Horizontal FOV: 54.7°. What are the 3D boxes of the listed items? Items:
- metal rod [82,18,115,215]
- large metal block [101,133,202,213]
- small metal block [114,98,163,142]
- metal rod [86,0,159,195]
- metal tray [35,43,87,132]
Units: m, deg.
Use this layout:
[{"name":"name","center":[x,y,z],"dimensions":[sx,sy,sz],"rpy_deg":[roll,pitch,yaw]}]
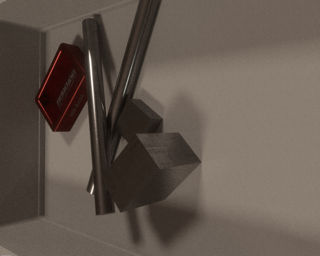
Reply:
[{"name":"metal rod","center":[-0.092,-0.028,0.450],"dimensions":[0.025,0.025,0.299],"rpy_deg":[-23,67,37]},{"name":"large metal block","center":[-0.010,0.051,0.378],"dimensions":[0.080,0.081,0.050],"rpy_deg":[-51,61,28]},{"name":"small metal block","center":[-0.031,-0.006,0.430],"dimensions":[0.050,0.025,0.050],"rpy_deg":[42,115,31]},{"name":"metal rod","center":[-0.058,-0.038,0.452],"dimensions":[0.025,0.025,0.298],"rpy_deg":[29,108,36]},{"name":"metal tray","center":[-0.164,-0.068,0.535],"dimensions":[0.090,0.030,0.129],"rpy_deg":[51,119,27]}]
